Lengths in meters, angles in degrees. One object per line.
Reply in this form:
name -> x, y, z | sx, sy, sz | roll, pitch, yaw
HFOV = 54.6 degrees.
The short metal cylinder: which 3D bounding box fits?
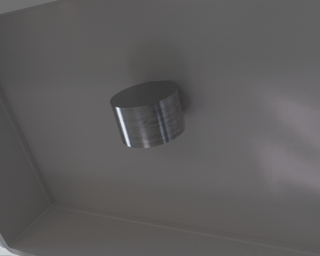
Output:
short metal cylinder -> -0.013, -0.018, 0.369 | 0.080, 0.080, 0.050 | 1, 119, 28
